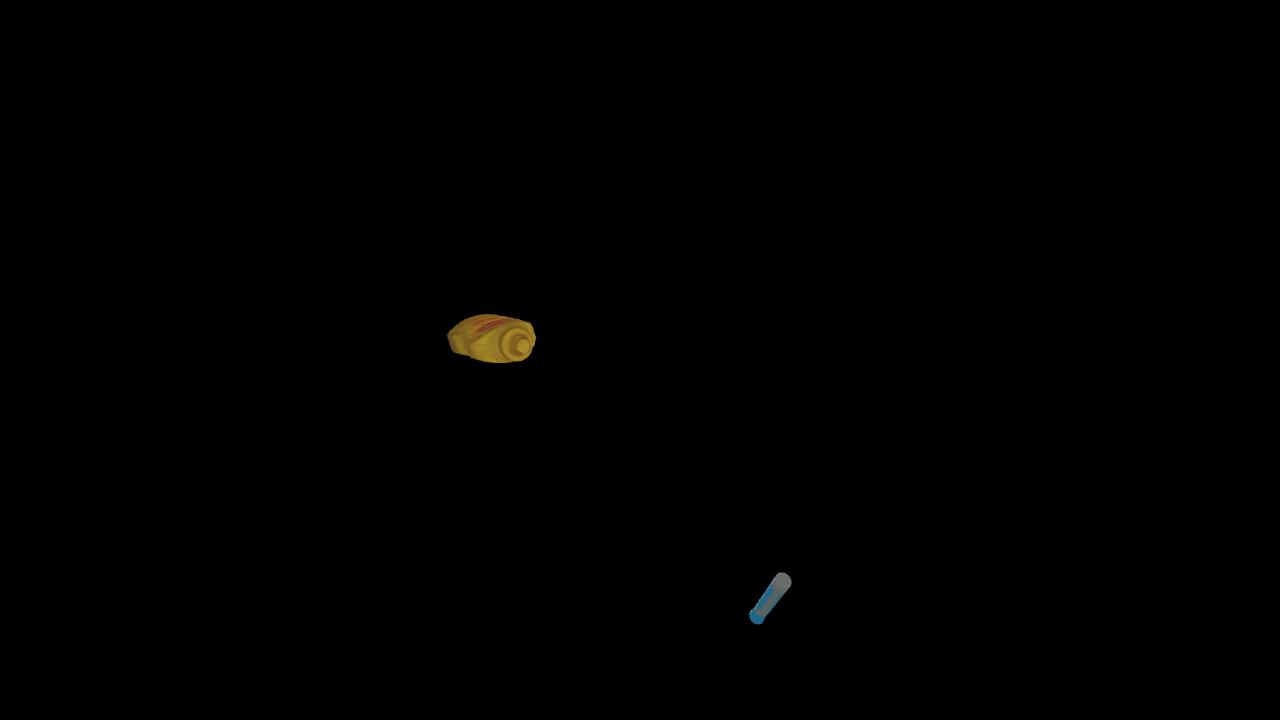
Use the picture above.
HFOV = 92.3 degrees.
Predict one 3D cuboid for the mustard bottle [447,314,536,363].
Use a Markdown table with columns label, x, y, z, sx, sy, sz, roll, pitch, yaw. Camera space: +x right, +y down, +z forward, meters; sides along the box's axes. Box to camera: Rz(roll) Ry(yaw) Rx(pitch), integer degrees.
| label | x | y | z | sx | sy | sz | roll | pitch | yaw |
| --- | --- | --- | --- | --- | --- | --- | --- | --- | --- |
| mustard bottle | -0.188 | -0.027 | 0.821 | 0.092 | 0.054 | 0.184 | -15 | 15 | -30 |

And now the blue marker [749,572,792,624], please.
| label | x | y | z | sx | sy | sz | roll | pitch | yaw |
| --- | --- | --- | --- | --- | --- | --- | --- | --- | --- |
| blue marker | 0.150 | 0.281 | 0.719 | 0.020 | 0.020 | 0.121 | 0 | -41 | -9 |
